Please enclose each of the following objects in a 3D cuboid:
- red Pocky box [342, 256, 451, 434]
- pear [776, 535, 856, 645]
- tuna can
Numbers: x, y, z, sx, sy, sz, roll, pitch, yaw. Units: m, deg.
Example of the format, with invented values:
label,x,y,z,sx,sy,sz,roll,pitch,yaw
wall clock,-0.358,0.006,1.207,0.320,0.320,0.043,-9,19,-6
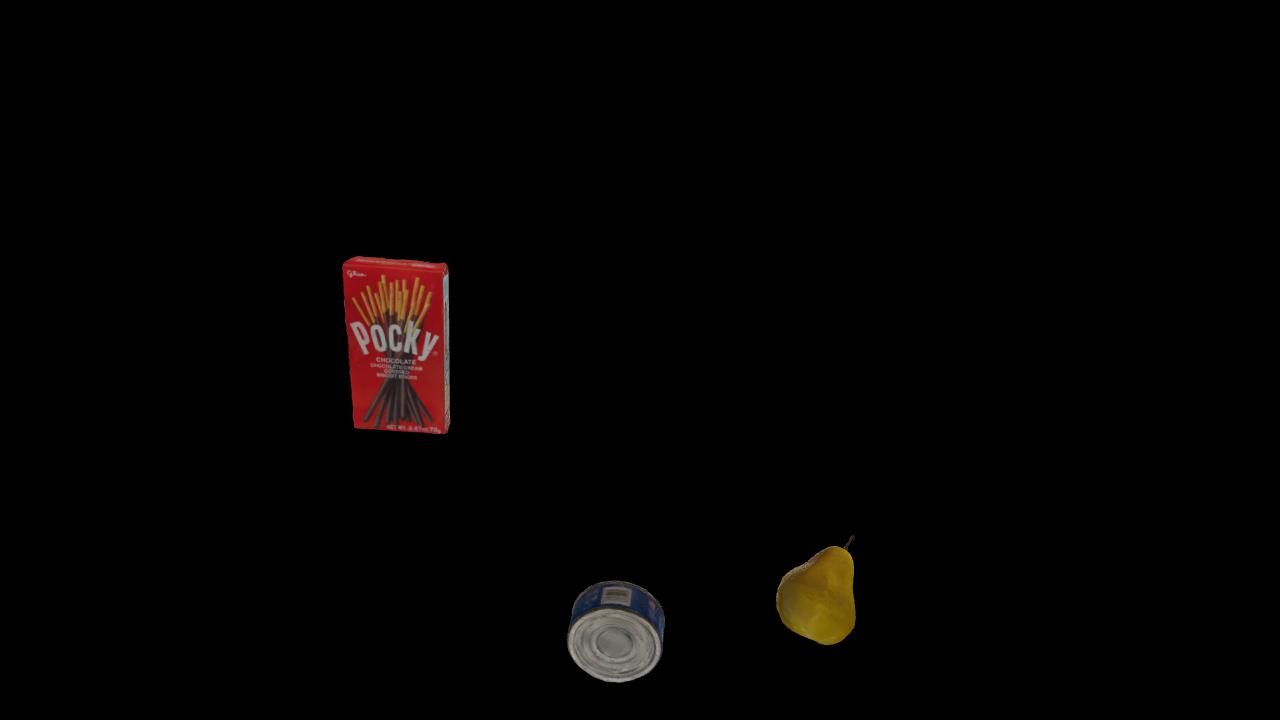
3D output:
label,x,y,z,sx,sy,sz,roll,pitch,yaw
red Pocky box,-0.210,-0.010,0.538,0.083,0.155,0.028,4,21,-4
pear,0.186,0.223,0.616,0.080,0.111,0.080,24,-10,5
tuna can,-0.020,0.236,0.534,0.084,0.084,0.034,0,20,4
